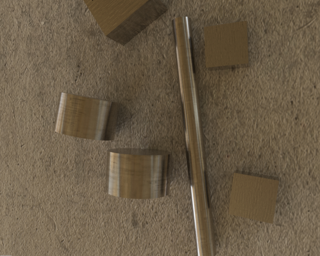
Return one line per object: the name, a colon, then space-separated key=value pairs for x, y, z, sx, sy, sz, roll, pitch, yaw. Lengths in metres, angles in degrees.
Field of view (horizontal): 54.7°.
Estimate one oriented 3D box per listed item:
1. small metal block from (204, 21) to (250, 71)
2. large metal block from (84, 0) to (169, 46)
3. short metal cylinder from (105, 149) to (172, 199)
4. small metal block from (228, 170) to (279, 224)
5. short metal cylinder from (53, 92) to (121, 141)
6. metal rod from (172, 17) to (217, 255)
small metal block: x=0.083 y=-0.099 z=0.380 sx=0.050 sy=0.025 sz=0.050 roll=-2 pitch=89 yaw=20
large metal block: x=-0.049 y=-0.172 z=0.413 sx=0.080 sy=0.050 sz=0.080 roll=-35 pitch=79 yaw=16
short metal cylinder: x=-0.027 y=0.054 z=0.389 sx=0.080 sy=0.080 sz=0.050 roll=3 pitch=91 yaw=20
small metal block: x=0.112 y=0.081 z=0.370 sx=0.050 sy=0.025 sz=0.050 roll=8 pitch=93 yaw=19
short metal cylinder: x=-0.097 y=-0.016 z=0.414 sx=0.080 sy=0.080 sz=0.050 roll=12 pitch=94 yaw=19
metal rod: x=0.043 y=0.010 z=0.393 sx=0.025 sy=0.025 sz=0.298 roll=-7 pitch=88 yaw=20
